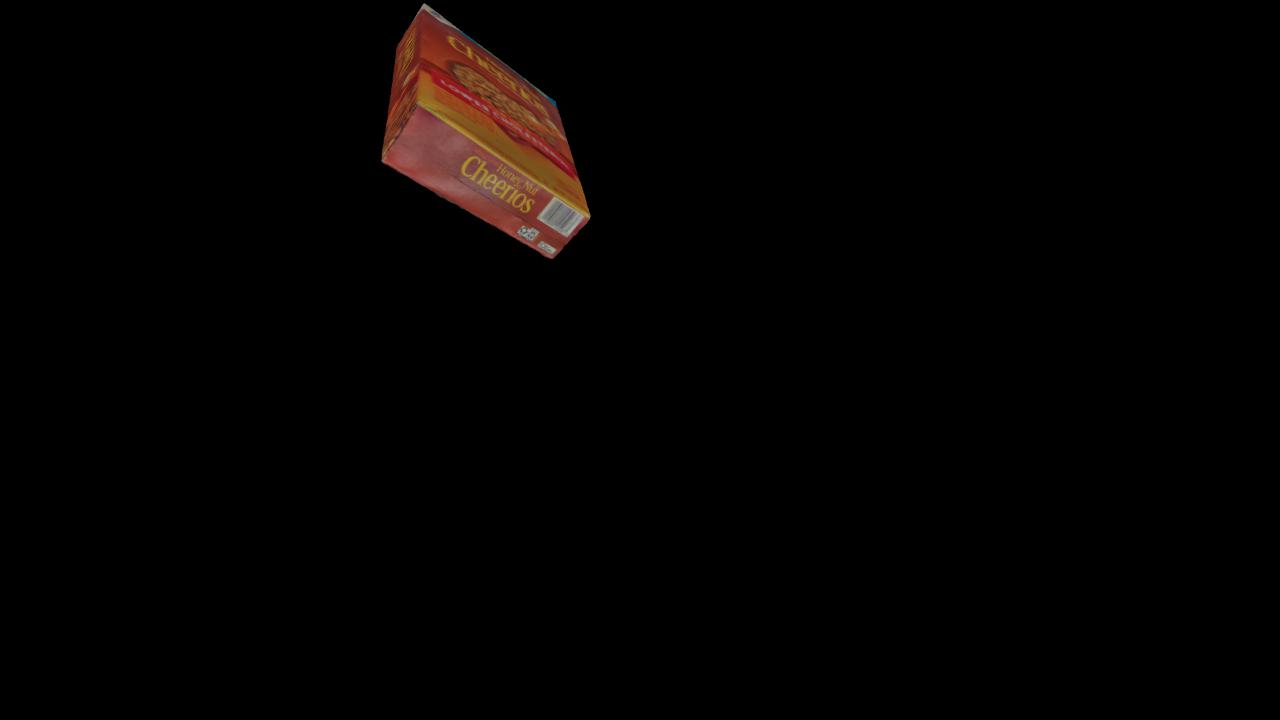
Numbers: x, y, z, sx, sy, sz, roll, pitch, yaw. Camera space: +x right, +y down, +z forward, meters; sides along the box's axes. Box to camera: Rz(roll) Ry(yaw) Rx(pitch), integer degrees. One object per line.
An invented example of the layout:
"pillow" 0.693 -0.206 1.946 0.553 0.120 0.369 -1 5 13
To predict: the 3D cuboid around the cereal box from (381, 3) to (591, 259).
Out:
"cereal box" -0.176 -0.270 0.706 0.203 0.306 0.081 27 -58 -36
